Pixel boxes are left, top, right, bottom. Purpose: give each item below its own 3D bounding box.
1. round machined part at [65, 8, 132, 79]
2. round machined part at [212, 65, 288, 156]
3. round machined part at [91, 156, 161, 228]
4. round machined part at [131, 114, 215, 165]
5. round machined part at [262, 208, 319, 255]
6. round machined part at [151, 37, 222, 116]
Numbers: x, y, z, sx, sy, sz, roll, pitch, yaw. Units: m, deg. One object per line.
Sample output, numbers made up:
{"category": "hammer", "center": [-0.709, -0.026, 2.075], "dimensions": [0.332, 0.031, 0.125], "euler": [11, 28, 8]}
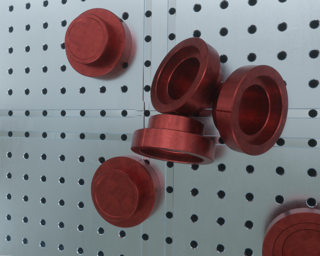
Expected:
{"category": "round machined part", "center": [-0.093, -0.121, 0.437], "dimensions": [0.098, 0.042, 0.097], "euler": [0, 90, 20]}
{"category": "round machined part", "center": [0.097, -0.021, 0.349], "dimensions": [0.042, 0.099, 0.097], "euler": [13, 95, 53]}
{"category": "round machined part", "center": [-0.052, 0.088, 0.423], "dimensions": [0.098, 0.042, 0.097], "euler": [0, 90, 20]}
{"category": "round machined part", "center": [0.017, 0.013, 0.371], "dimensions": [0.098, 0.098, 0.042], "euler": [4, 75, 20]}
{"category": "round machined part", "center": [0.166, 0.137, 0.345], "dimensions": [0.098, 0.042, 0.097], "euler": [0, 90, 20]}
{"category": "round machined part", "center": [0.035, -0.055, 0.374], "dimensions": [0.098, 0.042, 0.098], "euler": [-32, 46, 40]}
